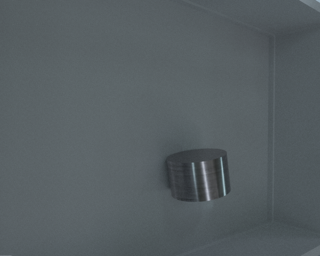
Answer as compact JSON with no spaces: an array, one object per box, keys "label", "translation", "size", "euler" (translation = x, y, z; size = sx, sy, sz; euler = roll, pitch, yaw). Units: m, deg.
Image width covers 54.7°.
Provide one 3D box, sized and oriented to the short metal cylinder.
[{"label":"short metal cylinder","translation":[0.052,0.061,0.417],"size":[0.081,0.080,0.050],"euler":[-13,99,-40]}]
